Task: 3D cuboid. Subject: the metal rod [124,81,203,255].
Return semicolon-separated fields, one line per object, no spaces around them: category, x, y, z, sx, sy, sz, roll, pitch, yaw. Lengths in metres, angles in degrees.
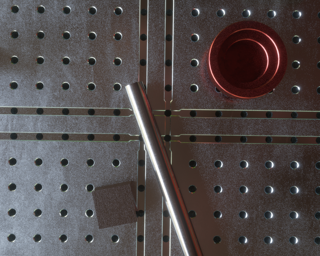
metal rod;0.014;0.083;0.413;0.025;0.025;0.298;-19;90;0

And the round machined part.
round machined part;0.110;-0.086;0.406;0.099;0.042;0.097;0;90;-1

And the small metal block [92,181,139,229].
small metal block;-0.059;0.102;0.413;0.050;0.025;0.050;-11;90;-1
